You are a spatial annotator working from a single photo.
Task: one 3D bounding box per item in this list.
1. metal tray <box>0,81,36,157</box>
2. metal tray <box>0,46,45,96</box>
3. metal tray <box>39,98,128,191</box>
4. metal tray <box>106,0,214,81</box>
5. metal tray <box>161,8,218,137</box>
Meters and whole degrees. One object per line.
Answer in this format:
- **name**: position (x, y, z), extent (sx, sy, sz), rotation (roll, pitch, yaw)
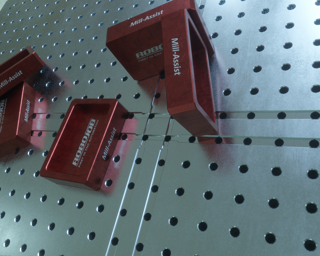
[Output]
- **metal tray**: position (-0.276, -0.015, 0.561), extent (0.090, 0.030, 0.130), rotation (-21, 54, 15)
- **metal tray**: position (-0.290, -0.104, 0.594), extent (0.130, 0.030, 0.090), rotation (-38, 34, -10)
- **metal tray**: position (-0.110, 0.019, 0.452), extent (0.090, 0.030, 0.130), rotation (3, 63, 29)
- **metal tray**: position (0.001, -0.123, 0.442), extent (0.130, 0.090, 0.030), rotation (-16, 55, 19)
- **metal tray**: position (0.036, -0.064, 0.373), extent (0.030, 0.090, 0.130), rotation (-13, 66, 22)
